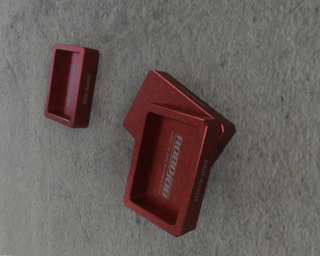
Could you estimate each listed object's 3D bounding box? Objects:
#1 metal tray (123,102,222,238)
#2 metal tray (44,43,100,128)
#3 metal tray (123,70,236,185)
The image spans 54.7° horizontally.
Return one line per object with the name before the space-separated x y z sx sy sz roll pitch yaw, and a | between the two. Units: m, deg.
metal tray | 0.010 0.043 0.352 0.090 0.030 0.129 20 103 38
metal tray | -0.151 -0.072 0.522 0.090 0.030 0.129 18 101 38
metal tray | 0.018 -0.002 0.386 0.130 0.030 0.089 43 116 31
